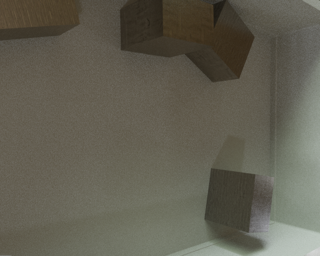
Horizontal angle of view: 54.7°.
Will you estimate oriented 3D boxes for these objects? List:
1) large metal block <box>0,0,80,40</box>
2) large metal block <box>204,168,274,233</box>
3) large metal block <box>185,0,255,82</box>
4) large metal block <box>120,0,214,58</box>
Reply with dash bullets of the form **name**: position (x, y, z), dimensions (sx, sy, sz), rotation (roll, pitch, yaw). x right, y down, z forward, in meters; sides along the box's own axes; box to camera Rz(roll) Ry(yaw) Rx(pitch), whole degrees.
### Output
- **large metal block**: position (-0.130, -0.127, 0.281), dimensions (0.081, 0.050, 0.080), rotation (-20, 103, -38)
- **large metal block**: position (0.120, 0.108, 0.471), dimensions (0.050, 0.080, 0.080), rotation (15, 81, -39)
- **large metal block**: position (0.089, -0.127, 0.464), dimensions (0.080, 0.050, 0.080), rotation (37, 67, -34)
- **large metal block**: position (0.008, -0.122, 0.377), dimensions (0.081, 0.080, 0.050), rotation (-2, 92, -40)
